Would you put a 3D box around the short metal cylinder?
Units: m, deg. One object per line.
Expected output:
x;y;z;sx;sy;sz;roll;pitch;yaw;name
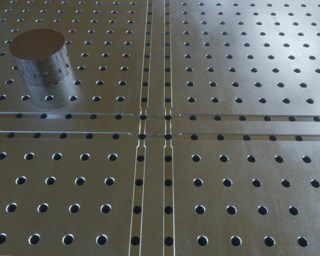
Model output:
-0.183;-0.111;0.482;0.081;0.050;0.080;0;50;0;short metal cylinder
